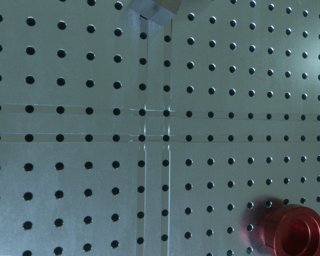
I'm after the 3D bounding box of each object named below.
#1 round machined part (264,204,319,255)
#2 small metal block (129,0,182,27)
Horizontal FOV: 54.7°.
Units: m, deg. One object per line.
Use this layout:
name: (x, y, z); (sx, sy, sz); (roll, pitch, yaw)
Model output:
round machined part: (0.203, 0.166, 0.481); (0.099, 0.042, 0.097); (0, 90, -21)
small metal block: (-0.006, -0.160, 0.398); (0.050, 0.050, 0.025); (24, 82, -19)
